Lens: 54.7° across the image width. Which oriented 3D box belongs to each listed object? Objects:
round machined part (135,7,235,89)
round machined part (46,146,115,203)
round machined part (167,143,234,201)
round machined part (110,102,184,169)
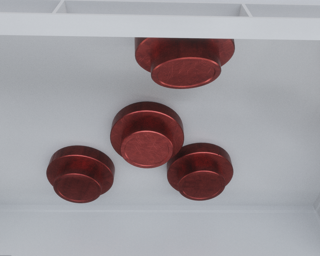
[{"bbox_3d":[0.025,-0.071,0.308,0.099,0.042,0.098,-2,164,0],"label":"round machined part"},{"bbox_3d":[-0.119,0.075,0.460,0.099,0.042,0.097,-1,130,0],"label":"round machined part"},{"bbox_3d":[0.060,0.071,0.459,0.099,0.042,0.097,-1,130,0],"label":"round machined part"},{"bbox_3d":[-0.017,0.016,0.412,0.099,0.042,0.097,-1,130,0],"label":"round machined part"}]
